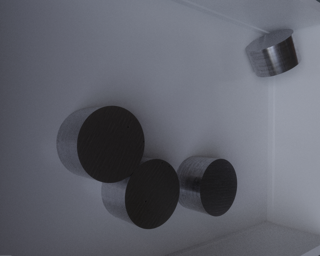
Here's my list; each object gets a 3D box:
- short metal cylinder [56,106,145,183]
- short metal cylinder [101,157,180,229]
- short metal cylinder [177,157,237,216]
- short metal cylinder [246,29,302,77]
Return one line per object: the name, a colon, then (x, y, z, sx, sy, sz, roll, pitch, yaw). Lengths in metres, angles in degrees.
short metal cylinder: (-0.064, 0.017, 0.338, 0.081, 0.050, 0.079, 0, 90, -40)
short metal cylinder: (-0.023, 0.075, 0.373, 0.081, 0.050, 0.079, 0, 90, -40)
short metal cylinder: (0.067, 0.082, 0.449, 0.081, 0.050, 0.079, 0, 90, -40)
short metal cylinder: (0.198, -0.131, 0.540, 0.080, 0.080, 0.050, -43, 117, -31)
